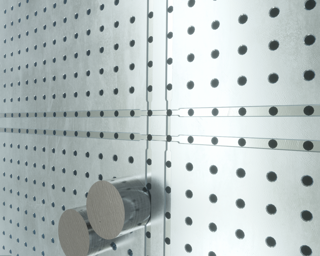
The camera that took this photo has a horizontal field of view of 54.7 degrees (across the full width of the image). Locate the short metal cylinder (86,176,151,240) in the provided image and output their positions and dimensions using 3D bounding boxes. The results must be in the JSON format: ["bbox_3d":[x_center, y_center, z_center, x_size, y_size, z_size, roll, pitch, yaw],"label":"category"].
[{"bbox_3d":[-0.060,0.112,0.443,0.080,0.050,0.079,0,90,40],"label":"short metal cylinder"}]

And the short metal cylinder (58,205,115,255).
[{"bbox_3d":[-0.116,0.163,0.489,0.080,0.050,0.079,0,90,40],"label":"short metal cylinder"}]
